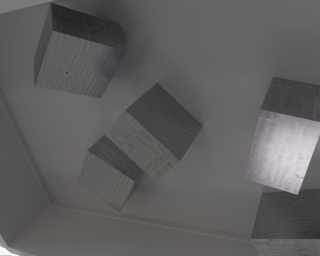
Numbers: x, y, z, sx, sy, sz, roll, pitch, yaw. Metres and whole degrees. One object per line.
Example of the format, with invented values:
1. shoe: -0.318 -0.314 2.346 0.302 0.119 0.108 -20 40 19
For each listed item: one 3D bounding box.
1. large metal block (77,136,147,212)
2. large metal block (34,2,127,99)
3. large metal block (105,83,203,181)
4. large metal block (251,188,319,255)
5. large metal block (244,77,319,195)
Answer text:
1. large metal block: -0.072 0.068 0.473 0.080 0.050 0.079 32 129 7
2. large metal block: -0.096 -0.086 0.363 0.081 0.050 0.080 8 138 -32
3. large metal block: -0.005 0.003 0.377 0.080 0.080 0.050 43 129 -2
4. large metal block: 0.161 0.118 0.361 0.080 0.080 0.050 -13 111 34
5. large metal block: 0.125 0.004 0.310 0.050 0.080 0.079 15 125 20
